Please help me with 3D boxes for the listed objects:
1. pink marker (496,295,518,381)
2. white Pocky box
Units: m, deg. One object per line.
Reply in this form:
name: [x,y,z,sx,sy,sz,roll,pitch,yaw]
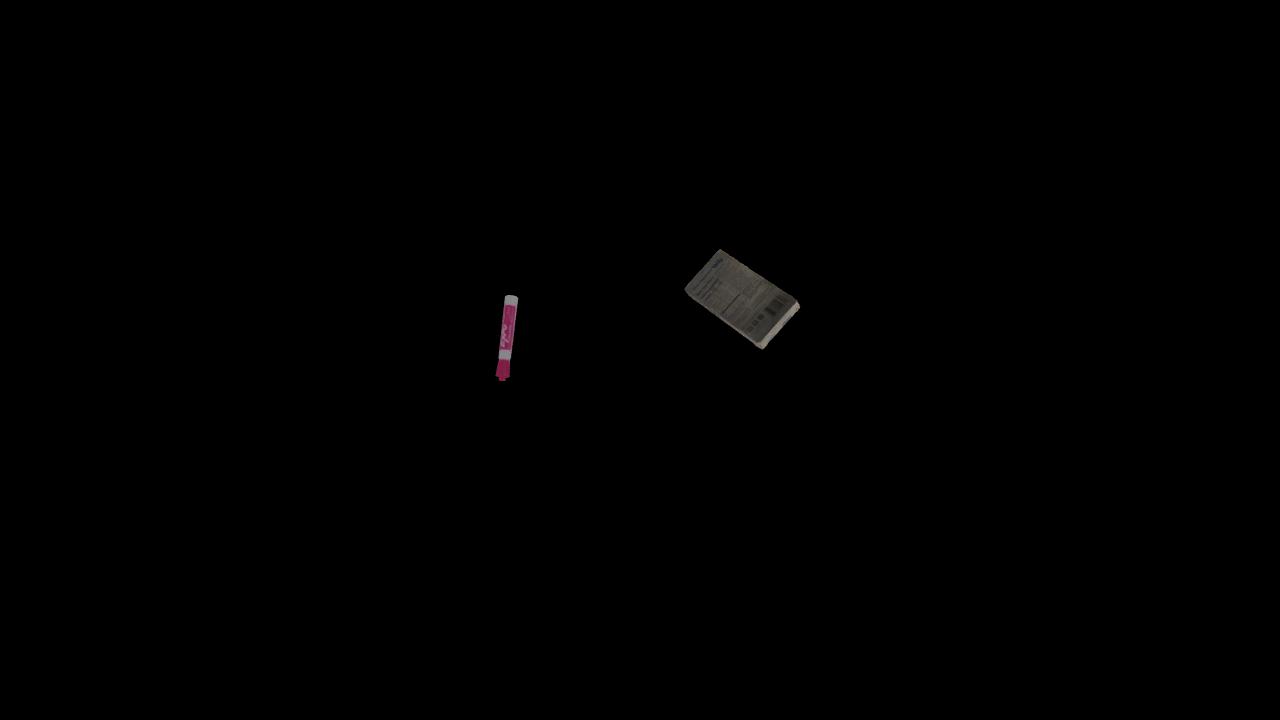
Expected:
pink marker: [-0.185,-0.030,0.856,0.020,0.121,0.020,3,-13,1]
white Pocky box: [0.144,-0.089,0.883,0.154,0.084,0.028,42,-1,33]
